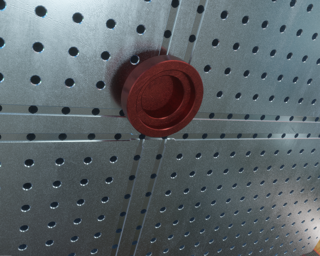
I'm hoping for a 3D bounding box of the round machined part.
[{"bbox_3d":[0.000,-0.041,0.374,0.099,0.042,0.097,-14,124,-21],"label":"round machined part"}]
